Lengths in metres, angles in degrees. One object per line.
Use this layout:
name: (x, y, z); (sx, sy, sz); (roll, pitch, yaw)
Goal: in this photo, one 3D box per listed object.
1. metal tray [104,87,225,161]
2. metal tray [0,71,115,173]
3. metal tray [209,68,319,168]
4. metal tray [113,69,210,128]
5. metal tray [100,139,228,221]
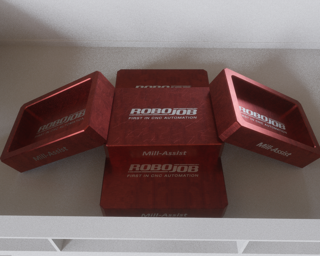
metal tray: (0.004, -0.007, 0.366); (0.131, 0.030, 0.090); (-1, 50, -1)
metal tray: (-0.119, -0.007, 0.365); (0.130, 0.030, 0.090); (-18, 47, 23)
metal tray: (0.125, -0.011, 0.369); (0.131, 0.030, 0.090); (18, 46, -23)
metal tray: (0.004, -0.043, 0.434); (0.131, 0.030, 0.090); (0, 50, -1)
metal tray: (0.004, 0.056, 0.351); (0.131, 0.030, 0.090); (0, 50, -1)
